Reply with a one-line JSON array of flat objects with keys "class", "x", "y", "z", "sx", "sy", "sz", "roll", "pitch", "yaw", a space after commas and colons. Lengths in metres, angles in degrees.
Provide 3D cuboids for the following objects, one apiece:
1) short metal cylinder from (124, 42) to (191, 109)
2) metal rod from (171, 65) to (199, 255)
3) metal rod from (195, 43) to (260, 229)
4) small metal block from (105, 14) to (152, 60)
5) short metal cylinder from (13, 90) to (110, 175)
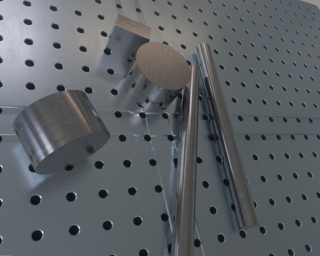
[{"class": "short metal cylinder", "x": -0.004, "y": -0.073, "z": 0.434, "sx": 0.081, "sy": 0.050, "sz": 0.080, "roll": 13, "pitch": 56, "yaw": -21}, {"class": "metal rod", "x": 0.036, "y": 0.034, "z": 0.407, "sx": 0.025, "sy": 0.025, "sz": 0.300, "roll": 19, "pitch": 54, "yaw": -18}, {"class": "metal rod", "x": 0.094, "y": -0.006, "z": 0.462, "sx": 0.025, "sy": 0.025, "sz": 0.299, "roll": 5, "pitch": 59, "yaw": -26}, {"class": "small metal block", "x": -0.046, "y": -0.128, "z": 0.446, "sx": 0.050, "sy": 0.050, "sz": 0.025, "roll": 18, "pitch": 55, "yaw": -18}, {"class": "short metal cylinder", "x": -0.099, "y": 0.005, "z": 0.317, "sx": 0.081, "sy": 0.080, "sz": 0.050, "roll": -23, "pitch": 74, "yaw": -36}]
